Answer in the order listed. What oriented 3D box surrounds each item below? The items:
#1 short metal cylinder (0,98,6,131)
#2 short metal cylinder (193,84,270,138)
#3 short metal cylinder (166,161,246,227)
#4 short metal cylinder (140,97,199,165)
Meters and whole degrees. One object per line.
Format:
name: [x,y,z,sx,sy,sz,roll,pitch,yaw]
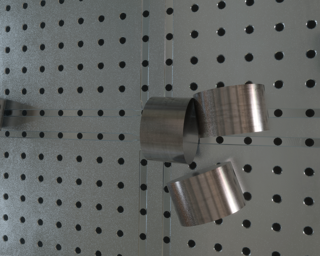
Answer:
short metal cylinder: [-0.288,-0.027,0.483,0.080,0.080,0.050,13,94,19]
short metal cylinder: [0.081,-0.018,0.355,0.080,0.080,0.050,-7,88,19]
short metal cylinder: [0.054,0.076,0.364,0.080,0.080,0.050,-22,83,18]
short metal cylinder: [0.015,0.002,0.378,0.050,0.080,0.079,4,91,20]
